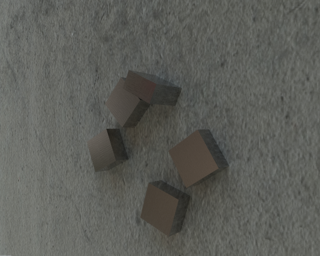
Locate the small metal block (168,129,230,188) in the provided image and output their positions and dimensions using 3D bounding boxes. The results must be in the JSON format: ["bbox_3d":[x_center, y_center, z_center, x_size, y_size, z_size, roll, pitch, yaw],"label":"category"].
[{"bbox_3d":[0.045,0.036,0.366,0.050,0.025,0.050,-39,66,32],"label":"small metal block"}]

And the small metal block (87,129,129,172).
[{"bbox_3d":[-0.080,0.034,0.468,0.050,0.025,0.050,-30,71,35],"label":"small metal block"}]

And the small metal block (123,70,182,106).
[{"bbox_3d":[-0.010,-0.051,0.395,0.050,0.050,0.025,32,110,35],"label":"small metal block"}]

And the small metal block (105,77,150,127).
[{"bbox_3d":[-0.045,-0.036,0.440,0.050,0.025,0.050,51,119,27],"label":"small metal block"}]

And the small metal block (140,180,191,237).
[{"bbox_3d":[0.006,0.102,0.398,0.050,0.025,0.050,22,104,37],"label":"small metal block"}]
